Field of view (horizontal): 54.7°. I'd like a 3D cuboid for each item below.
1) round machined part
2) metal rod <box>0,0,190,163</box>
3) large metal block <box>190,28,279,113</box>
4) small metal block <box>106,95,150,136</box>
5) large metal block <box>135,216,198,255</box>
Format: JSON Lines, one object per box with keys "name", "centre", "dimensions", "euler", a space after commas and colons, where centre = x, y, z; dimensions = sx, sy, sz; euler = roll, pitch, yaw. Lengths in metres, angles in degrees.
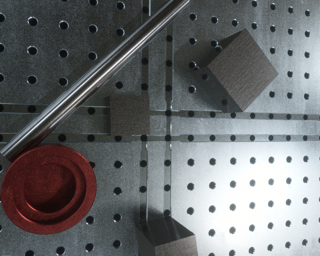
{"name": "round machined part", "centre": [-0.126, 0.067, 0.355], "dimensions": [0.099, 0.042, 0.097], "euler": [-1, 93, -23]}
{"name": "metal rod", "centre": [-0.070, -0.071, 0.386], "dimensions": [0.301, 0.025, 0.025], "euler": [-46, 105, -14]}
{"name": "large metal block", "centre": [0.105, -0.078, 0.438], "dimensions": [0.080, 0.050, 0.080], "euler": [-45, 104, -14]}
{"name": "small metal block", "centre": [-0.041, -0.016, 0.397], "dimensions": [0.050, 0.025, 0.050], "euler": [-2, 91, -20]}
{"name": "large metal block", "centre": [0.009, 0.165, 0.387], "dimensions": [0.050, 0.080, 0.079], "euler": [-9, 94, -20]}
